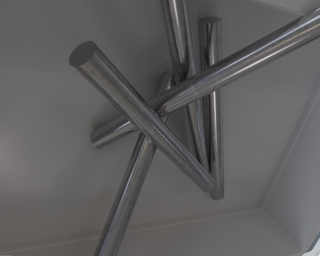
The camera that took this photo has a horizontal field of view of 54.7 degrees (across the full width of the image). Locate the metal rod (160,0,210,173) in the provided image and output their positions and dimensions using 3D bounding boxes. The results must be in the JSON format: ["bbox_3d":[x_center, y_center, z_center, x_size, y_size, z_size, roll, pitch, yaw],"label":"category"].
[{"bbox_3d":[0.039,-0.025,0.387,0.025,0.025,0.299,-27,136,-11],"label":"metal rod"}]

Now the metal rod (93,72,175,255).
[{"bbox_3d":[-0.037,0.076,0.361,0.025,0.025,0.299,26,81,-37],"label":"metal rod"}]

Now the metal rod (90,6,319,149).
[{"bbox_3d":[0.047,-0.047,0.319,0.300,0.025,0.025,-26,134,23],"label":"metal rod"}]

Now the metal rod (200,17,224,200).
[{"bbox_3d":[0.078,-0.006,0.447,0.025,0.025,0.298,-21,127,-16],"label":"metal rod"}]

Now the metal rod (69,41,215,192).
[{"bbox_3d":[0.006,0.014,0.351,0.025,0.025,0.300,-42,140,1],"label":"metal rod"}]
